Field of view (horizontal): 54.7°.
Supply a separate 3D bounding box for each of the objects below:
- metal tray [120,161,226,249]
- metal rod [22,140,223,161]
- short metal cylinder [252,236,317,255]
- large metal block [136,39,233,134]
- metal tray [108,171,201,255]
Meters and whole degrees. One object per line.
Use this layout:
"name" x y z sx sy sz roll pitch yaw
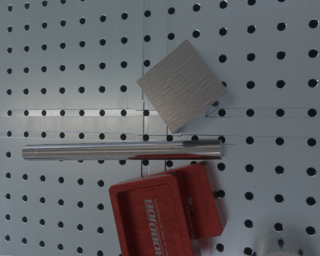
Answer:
"metal tray" 0.010 0.102 0.406 0.130 0.030 0.090 -17 84 19
"metal rod" -0.065 0.033 0.435 0.301 0.025 0.025 -2 89 19
"short metal cylinder" 0.142 0.170 0.349 0.080 0.050 0.079 0 90 20
"large metal block" 0.032 -0.049 0.388 0.080 0.050 0.080 -37 78 16
"metal tray" -0.005 0.125 0.378 0.090 0.030 0.129 -14 86 19
